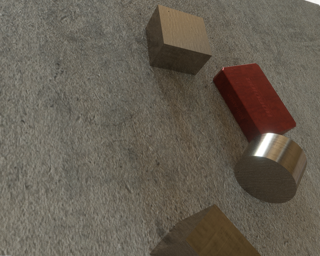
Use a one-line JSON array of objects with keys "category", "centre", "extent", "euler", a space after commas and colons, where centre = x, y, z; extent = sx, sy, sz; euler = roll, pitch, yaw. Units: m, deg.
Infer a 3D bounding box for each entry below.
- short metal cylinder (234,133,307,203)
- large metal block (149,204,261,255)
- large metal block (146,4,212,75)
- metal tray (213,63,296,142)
[{"category": "short metal cylinder", "centre": [0.148, 0.054, 0.415], "extent": [0.080, 0.080, 0.050], "euler": [43, 51, 1]}, {"category": "large metal block", "centre": [0.048, 0.134, 0.313], "extent": [0.080, 0.080, 0.050], "euler": [48, 51, 5]}, {"category": "large metal block", "centre": [0.027, -0.136, 0.485], "extent": [0.081, 0.050, 0.080], "euler": [7, 59, -25]}, {"category": "metal tray", "centre": [0.155, -0.043, 0.510], "extent": [0.091, 0.030, 0.130], "euler": [-14, 69, -34]}]
